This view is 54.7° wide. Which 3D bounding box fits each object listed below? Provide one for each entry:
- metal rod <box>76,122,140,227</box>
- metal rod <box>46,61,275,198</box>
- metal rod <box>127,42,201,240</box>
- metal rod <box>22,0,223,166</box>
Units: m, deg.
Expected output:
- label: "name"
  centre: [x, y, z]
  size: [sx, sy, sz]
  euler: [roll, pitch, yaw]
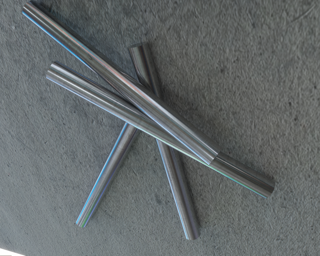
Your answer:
- label: "metal rod"
  centre: [-0.089, 0.081, 0.503]
  size: [0.025, 0.025, 0.298]
  euler: [35, 129, 5]
- label: "metal rod"
  centre: [0.003, 0.003, 0.376]
  size: [0.301, 0.025, 0.025]
  euler: [29, 129, -3]
- label: "metal rod"
  centre: [0.012, 0.034, 0.421]
  size: [0.025, 0.025, 0.298]
  euler: [-2, 118, 29]
- label: "metal rod"
  centre: [-0.053, -0.061, 0.369]
  size: [0.300, 0.025, 0.025]
  euler: [39, 130, 12]
